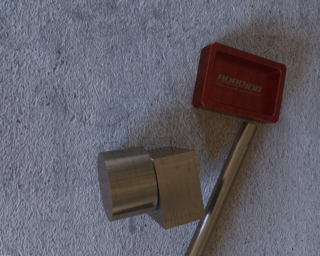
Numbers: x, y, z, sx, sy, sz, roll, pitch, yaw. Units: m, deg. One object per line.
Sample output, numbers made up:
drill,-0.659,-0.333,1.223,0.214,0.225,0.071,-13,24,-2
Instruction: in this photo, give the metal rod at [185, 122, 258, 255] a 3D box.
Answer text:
metal rod,0.070,0.130,0.436,0.025,0.025,0.299,28,80,-18

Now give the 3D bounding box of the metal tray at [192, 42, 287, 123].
metal tray,0.117,-0.062,0.451,0.131,0.030,0.090,12,86,-20

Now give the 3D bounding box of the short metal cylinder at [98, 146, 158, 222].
short metal cylinder,-0.041,0.064,0.366,0.050,0.080,0.079,-7,93,-20

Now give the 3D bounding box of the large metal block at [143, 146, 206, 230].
large metal block,0.009,0.069,0.384,0.050,0.080,0.079,-10,94,-20
